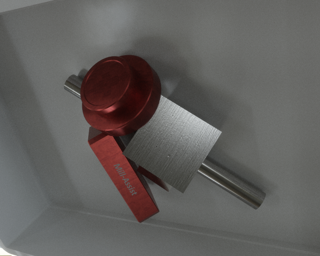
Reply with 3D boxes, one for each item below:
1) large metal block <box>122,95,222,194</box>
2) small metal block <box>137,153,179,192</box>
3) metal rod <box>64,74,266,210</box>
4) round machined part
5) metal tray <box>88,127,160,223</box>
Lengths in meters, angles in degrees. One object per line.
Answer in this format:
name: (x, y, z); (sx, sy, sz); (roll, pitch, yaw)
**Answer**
large metal block: (0.015, 0.020, 0.368); (0.080, 0.050, 0.080); (32, 86, 7)
small metal block: (0.005, 0.049, 0.417); (0.050, 0.050, 0.025); (33, 129, 6)
metal rod: (0.002, 0.015, 0.414); (0.301, 0.025, 0.025); (32, 128, 7)
round machined part: (-0.052, -0.043, 0.356); (0.098, 0.098, 0.042); (-2, 158, 28)
metal tray: (-0.051, 0.055, 0.426); (0.030, 0.090, 0.130); (-30, 106, -4)
